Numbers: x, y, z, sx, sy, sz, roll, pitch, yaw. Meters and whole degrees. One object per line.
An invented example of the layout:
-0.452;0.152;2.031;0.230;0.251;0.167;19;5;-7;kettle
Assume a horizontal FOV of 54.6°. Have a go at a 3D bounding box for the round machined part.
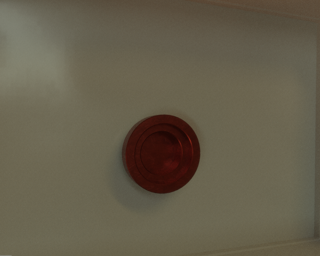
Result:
-0.001;0.032;0.401;0.099;0.042;0.097;0;90;-20;round machined part
